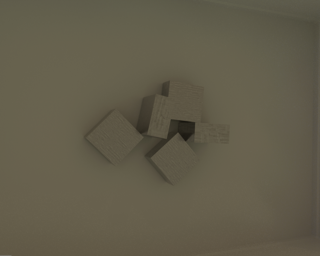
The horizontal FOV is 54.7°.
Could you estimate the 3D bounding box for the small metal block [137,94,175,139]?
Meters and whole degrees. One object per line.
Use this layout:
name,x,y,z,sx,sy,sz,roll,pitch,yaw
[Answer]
small metal block,-0.007,-0.014,0.393,0.025,0.050,0.050,13,86,-20

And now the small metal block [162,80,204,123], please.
small metal block,0.029,-0.034,0.421,0.050,0.025,0.050,7,88,-20

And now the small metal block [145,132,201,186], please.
small metal block,0.017,0.041,0.416,0.050,0.025,0.050,-43,104,-15

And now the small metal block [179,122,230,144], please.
small metal block,0.058,0.007,0.418,0.050,0.050,0.025,3,89,-20

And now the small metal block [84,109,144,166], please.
small metal block,-0.058,0.012,0.388,0.050,0.025,0.050,-47,105,-14
